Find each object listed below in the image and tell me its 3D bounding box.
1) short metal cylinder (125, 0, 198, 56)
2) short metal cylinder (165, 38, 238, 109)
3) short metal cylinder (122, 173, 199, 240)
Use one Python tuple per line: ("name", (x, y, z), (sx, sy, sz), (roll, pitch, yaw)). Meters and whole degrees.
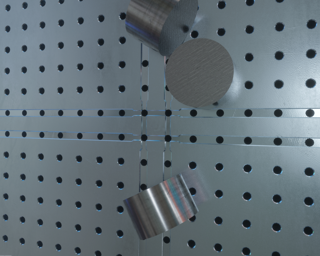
("short metal cylinder", (0.003, -0.137, 0.382), (0.050, 0.080, 0.080), (35, 101, 16))
("short metal cylinder", (0.053, -0.064, 0.380), (0.080, 0.050, 0.079), (0, 90, 19))
("short metal cylinder", (0.001, 0.095, 0.382), (0.080, 0.080, 0.050), (-28, 81, 17))
